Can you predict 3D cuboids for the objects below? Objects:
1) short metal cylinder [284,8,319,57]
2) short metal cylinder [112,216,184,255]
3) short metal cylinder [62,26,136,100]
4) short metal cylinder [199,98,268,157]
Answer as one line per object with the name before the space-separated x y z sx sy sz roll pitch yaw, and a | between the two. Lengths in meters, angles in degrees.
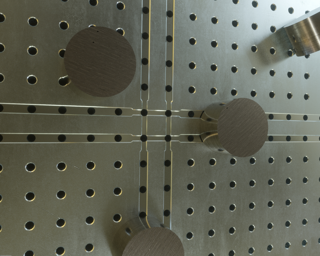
short metal cylinder | 0.238 -0.151 0.471 0.080 0.080 0.050 -33 101 -17
short metal cylinder | -0.016 0.158 0.394 0.081 0.050 0.079 0 90 -20
short metal cylinder | -0.074 -0.075 0.372 0.081 0.050 0.079 0 90 -20
short metal cylinder | 0.103 -0.001 0.437 0.081 0.050 0.079 0 90 -20
